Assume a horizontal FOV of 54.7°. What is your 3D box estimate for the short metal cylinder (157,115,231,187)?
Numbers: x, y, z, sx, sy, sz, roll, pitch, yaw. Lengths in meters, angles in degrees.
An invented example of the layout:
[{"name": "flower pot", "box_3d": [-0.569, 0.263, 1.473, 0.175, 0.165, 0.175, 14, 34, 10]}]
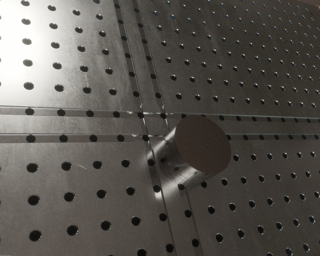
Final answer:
[{"name": "short metal cylinder", "box_3d": [0.043, 0.030, 0.399, 0.081, 0.050, 0.080, 14, 56, -21]}]
